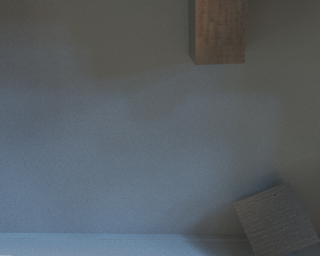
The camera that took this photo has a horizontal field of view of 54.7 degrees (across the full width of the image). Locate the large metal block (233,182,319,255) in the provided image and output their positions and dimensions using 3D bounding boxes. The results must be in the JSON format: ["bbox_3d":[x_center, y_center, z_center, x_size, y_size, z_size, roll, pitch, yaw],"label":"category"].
[{"bbox_3d":[0.156,0.130,0.425,0.080,0.050,0.080,-24,64,8],"label":"large metal block"}]

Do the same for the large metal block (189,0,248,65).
[{"bbox_3d":[0.060,-0.116,0.340,0.050,0.080,0.079,-2,110,1],"label":"large metal block"}]

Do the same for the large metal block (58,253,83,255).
[{"bbox_3d":[-0.145,0.256,0.477,0.050,0.080,0.079,10,110,-4],"label":"large metal block"}]
